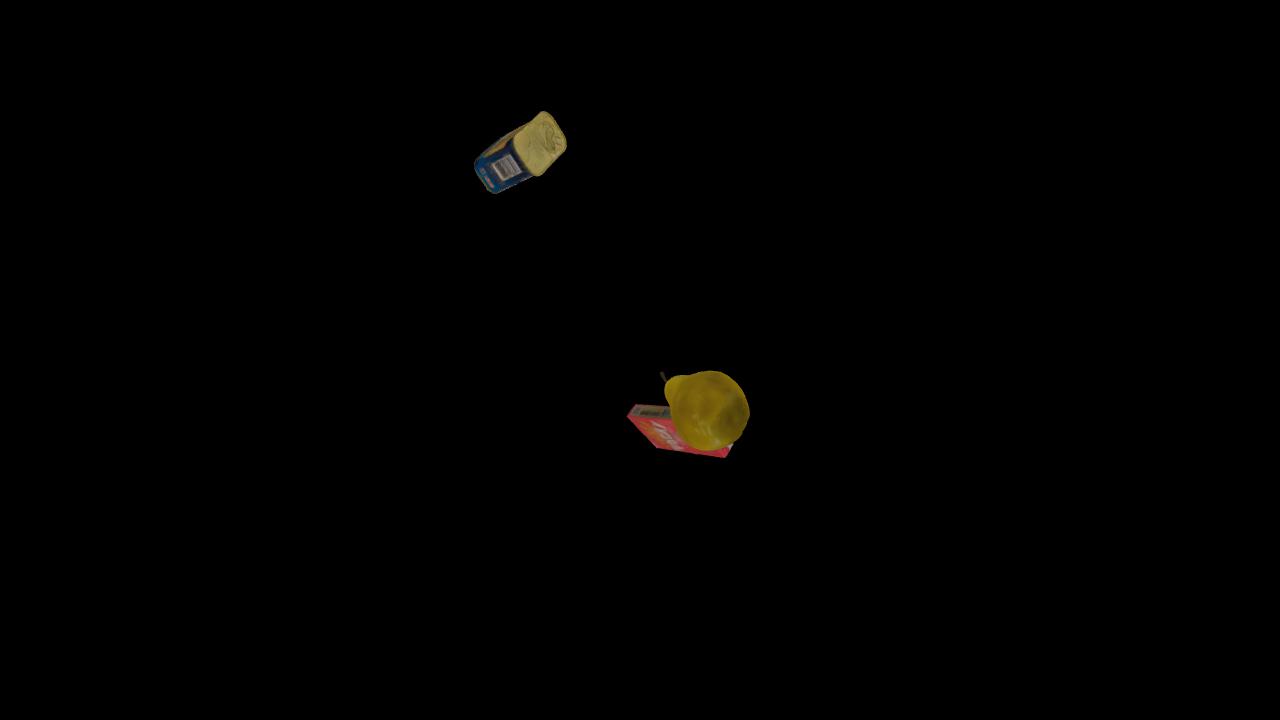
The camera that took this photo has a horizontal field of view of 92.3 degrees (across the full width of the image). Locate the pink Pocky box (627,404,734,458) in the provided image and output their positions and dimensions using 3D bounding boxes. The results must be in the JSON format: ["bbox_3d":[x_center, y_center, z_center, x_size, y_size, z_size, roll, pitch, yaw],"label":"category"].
[{"bbox_3d":[0.056,0.104,0.914,0.155,0.029,0.084,-1,-43,51],"label":"pink Pocky box"}]

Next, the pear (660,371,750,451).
[{"bbox_3d":[0.053,0.044,0.610,0.080,0.080,0.111,0,11,-33],"label":"pear"}]

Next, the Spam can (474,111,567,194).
[{"bbox_3d":[-0.159,-0.272,0.812,0.085,0.058,0.101,-11,36,36],"label":"Spam can"}]
